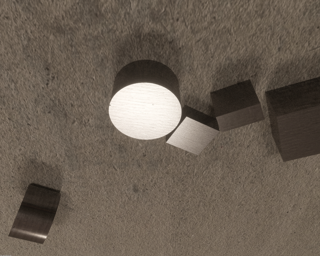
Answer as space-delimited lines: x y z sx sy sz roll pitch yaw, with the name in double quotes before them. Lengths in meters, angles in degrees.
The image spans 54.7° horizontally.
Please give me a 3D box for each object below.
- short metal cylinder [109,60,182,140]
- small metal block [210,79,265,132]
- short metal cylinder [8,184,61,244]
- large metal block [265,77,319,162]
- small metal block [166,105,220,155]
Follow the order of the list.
"short metal cylinder" -0.016 -0.032 0.363 0.081 0.050 0.079 0 130 0
"small metal block" 0.091 -0.027 0.369 0.050 0.050 0.025 -18 128 14
"short metal cylinder" -0.194 0.134 0.482 0.050 0.080 0.080 22 127 -18
"large metal block" 0.183 -0.011 0.384 0.080 0.050 0.080 -16 129 12
"small metal block" 0.042 0.004 0.411 0.050 0.025 0.050 23 126 -19
